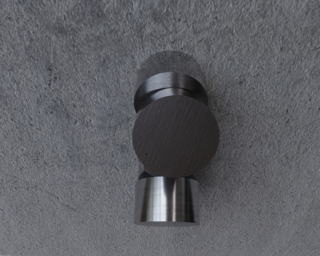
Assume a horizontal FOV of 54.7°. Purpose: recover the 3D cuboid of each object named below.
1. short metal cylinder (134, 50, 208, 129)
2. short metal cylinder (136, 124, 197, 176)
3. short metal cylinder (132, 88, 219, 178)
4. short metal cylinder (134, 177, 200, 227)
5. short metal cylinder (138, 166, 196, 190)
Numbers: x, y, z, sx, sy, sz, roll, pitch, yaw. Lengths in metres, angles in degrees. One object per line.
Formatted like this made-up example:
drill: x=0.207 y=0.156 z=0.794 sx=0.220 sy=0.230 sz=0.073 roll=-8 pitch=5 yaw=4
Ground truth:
short metal cylinder: x=0.012 y=-0.042 z=0.357 sx=0.081 sy=0.050 sz=0.079 roll=0 pitch=130 yaw=0
short metal cylinder: x=0.011 y=0.017 z=0.388 sx=0.081 sy=0.080 sz=0.050 roll=1 pitch=130 yaw=-1
short metal cylinder: x=0.014 y=0.003 z=0.310 sx=0.081 sy=0.050 sz=0.079 roll=0 pitch=105 yaw=-1
short metal cylinder: x=0.009 y=0.094 z=0.385 sx=0.080 sy=0.050 sz=0.080 roll=1 pitch=158 yaw=1
short metal cylinder: x=0.010 y=0.061 z=0.444 sx=0.081 sy=0.050 sz=0.079 roll=0 pitch=130 yaw=0
